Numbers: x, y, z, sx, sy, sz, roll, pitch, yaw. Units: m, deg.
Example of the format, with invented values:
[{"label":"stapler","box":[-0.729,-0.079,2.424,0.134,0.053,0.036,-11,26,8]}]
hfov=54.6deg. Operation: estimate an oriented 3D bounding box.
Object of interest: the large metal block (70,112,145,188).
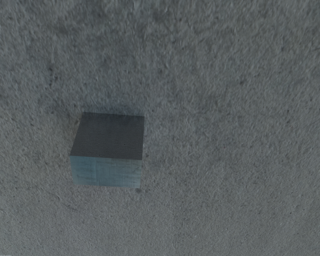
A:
[{"label":"large metal block","box":[-0.063,0.026,0.393,0.080,0.080,0.050,4,130,-4]}]
